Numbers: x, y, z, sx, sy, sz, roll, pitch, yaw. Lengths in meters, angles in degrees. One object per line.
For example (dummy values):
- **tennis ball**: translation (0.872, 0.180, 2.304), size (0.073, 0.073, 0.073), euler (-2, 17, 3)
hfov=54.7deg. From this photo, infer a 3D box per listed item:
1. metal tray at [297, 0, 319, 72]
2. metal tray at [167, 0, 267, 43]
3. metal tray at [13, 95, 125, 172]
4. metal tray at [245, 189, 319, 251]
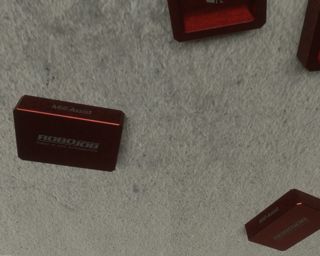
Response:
- **metal tray**: translation (0.218, -0.108, 0.315), size (0.131, 0.030, 0.089), euler (-4, 130, 3)
- **metal tray**: translation (0.047, -0.149, 0.277), size (0.090, 0.030, 0.129), euler (-9, 130, 6)
- **metal tray**: translation (-0.119, 0.010, 0.411), size (0.131, 0.030, 0.089), euler (9, 130, -8)
- **metal tray**: translation (0.228, 0.167, 0.550), size (0.091, 0.030, 0.129), euler (23, 126, -19)
